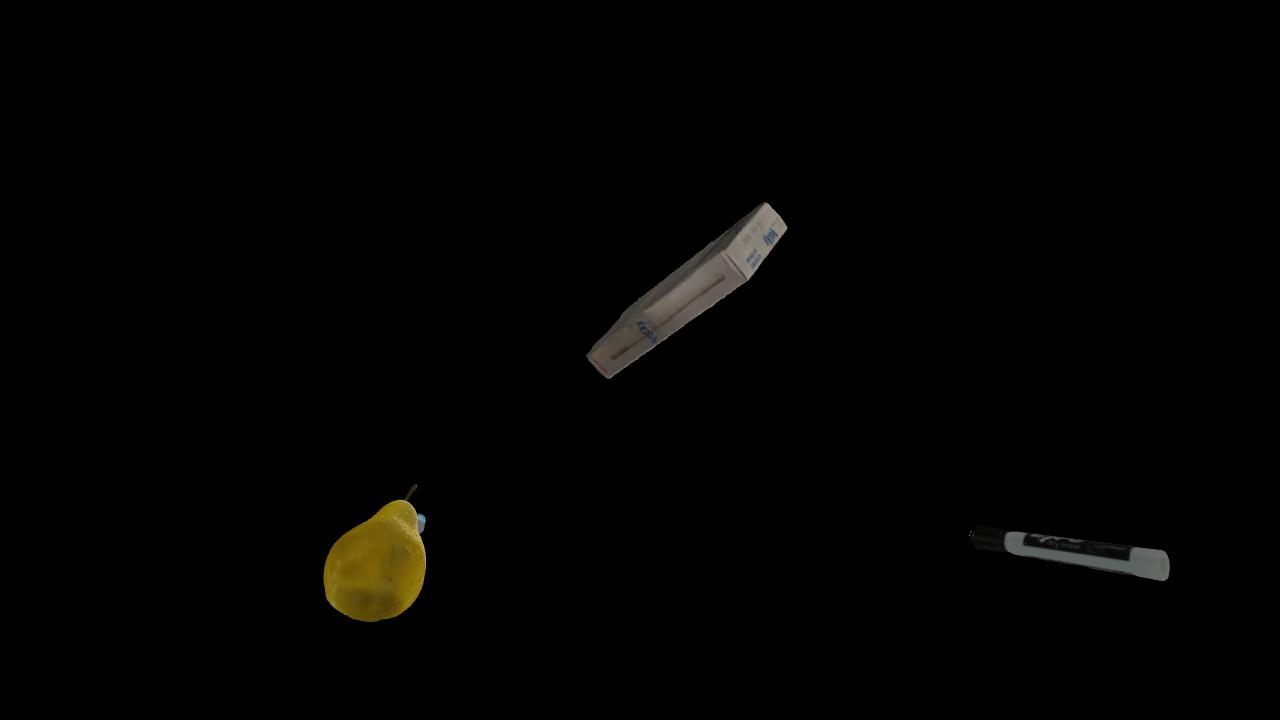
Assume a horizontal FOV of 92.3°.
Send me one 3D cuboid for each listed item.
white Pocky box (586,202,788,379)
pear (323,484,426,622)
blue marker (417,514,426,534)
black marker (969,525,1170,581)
[{"bbox_3d":[0.029,-0.046,0.437,0.154,0.028,0.084,-34,12,45],"label":"white Pocky box"},{"bbox_3d":[-0.205,0.149,0.493,0.080,0.080,0.111,0,28,-5],"label":"pear"},{"bbox_3d":[-0.298,0.219,0.824,0.020,0.020,0.121,0,-10,-18],"label":"blue marker"},{"bbox_3d":[0.295,0.134,0.435,0.020,0.020,0.121,0,-5,-34],"label":"black marker"}]
